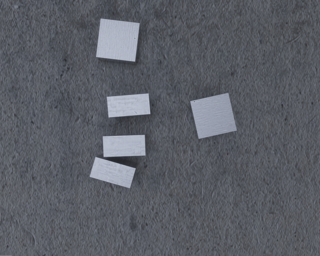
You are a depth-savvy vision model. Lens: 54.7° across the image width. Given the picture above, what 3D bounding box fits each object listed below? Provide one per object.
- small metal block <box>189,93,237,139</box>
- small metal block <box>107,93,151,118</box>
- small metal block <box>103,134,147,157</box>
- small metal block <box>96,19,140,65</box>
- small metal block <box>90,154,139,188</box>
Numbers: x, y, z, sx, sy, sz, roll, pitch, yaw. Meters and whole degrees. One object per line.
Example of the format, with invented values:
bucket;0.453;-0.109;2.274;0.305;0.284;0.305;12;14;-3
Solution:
small metal block;0.069;-0.016;0.410;0.050;0.025;0.050;-13;90;0
small metal block;-0.038;-0.027;0.397;0.050;0.050;0.025;-5;90;0
small metal block;-0.043;0.021;0.397;0.050;0.050;0.025;-2;90;0
small metal block;-0.054;-0.113;0.409;0.050;0.025;0.050;7;90;0
small metal block;-0.057;0.053;0.397;0.050;0.050;0.025;16;90;0
